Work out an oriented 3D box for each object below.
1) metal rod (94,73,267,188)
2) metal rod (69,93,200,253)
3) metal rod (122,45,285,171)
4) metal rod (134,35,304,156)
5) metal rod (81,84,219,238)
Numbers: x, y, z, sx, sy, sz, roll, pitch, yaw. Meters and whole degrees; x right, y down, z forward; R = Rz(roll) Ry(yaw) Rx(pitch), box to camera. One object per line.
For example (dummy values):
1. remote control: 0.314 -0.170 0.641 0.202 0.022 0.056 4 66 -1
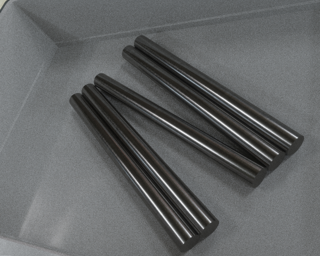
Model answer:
1. metal rod: 0.003 -0.013 0.411 0.300 0.025 0.025 33 80 38
2. metal rod: -0.052 0.036 0.410 0.025 0.025 0.300 -44 51 -2
3. metal rod: 0.035 -0.044 0.413 0.025 0.025 0.300 -45 51 -3
4. metal rod: 0.054 -0.061 0.413 0.025 0.025 0.300 -45 51 -3
5. metal rod: -0.032 0.021 0.409 0.025 0.025 0.300 -44 51 -2
